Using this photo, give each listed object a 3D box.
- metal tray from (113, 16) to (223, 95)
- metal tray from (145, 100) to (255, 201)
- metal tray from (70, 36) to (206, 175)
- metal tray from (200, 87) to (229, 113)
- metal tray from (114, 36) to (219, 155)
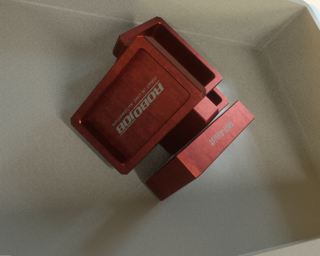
[{"bbox_3d":[0.012,-0.085,0.422,0.130,0.030,0.090,45,51,3],"label":"metal tray"},{"bbox_3d":[0.049,0.026,0.374,0.030,0.090,0.131,49,51,5],"label":"metal tray"},{"bbox_3d":[-0.026,-0.023,0.339,0.090,0.130,0.030,45,20,2],"label":"metal tray"},{"bbox_3d":[0.028,-0.057,0.453,0.130,0.030,0.091,46,52,5],"label":"metal tray"},{"bbox_3d":[-0.003,-0.037,0.383,0.130,0.090,0.030,45,51,2],"label":"metal tray"}]
